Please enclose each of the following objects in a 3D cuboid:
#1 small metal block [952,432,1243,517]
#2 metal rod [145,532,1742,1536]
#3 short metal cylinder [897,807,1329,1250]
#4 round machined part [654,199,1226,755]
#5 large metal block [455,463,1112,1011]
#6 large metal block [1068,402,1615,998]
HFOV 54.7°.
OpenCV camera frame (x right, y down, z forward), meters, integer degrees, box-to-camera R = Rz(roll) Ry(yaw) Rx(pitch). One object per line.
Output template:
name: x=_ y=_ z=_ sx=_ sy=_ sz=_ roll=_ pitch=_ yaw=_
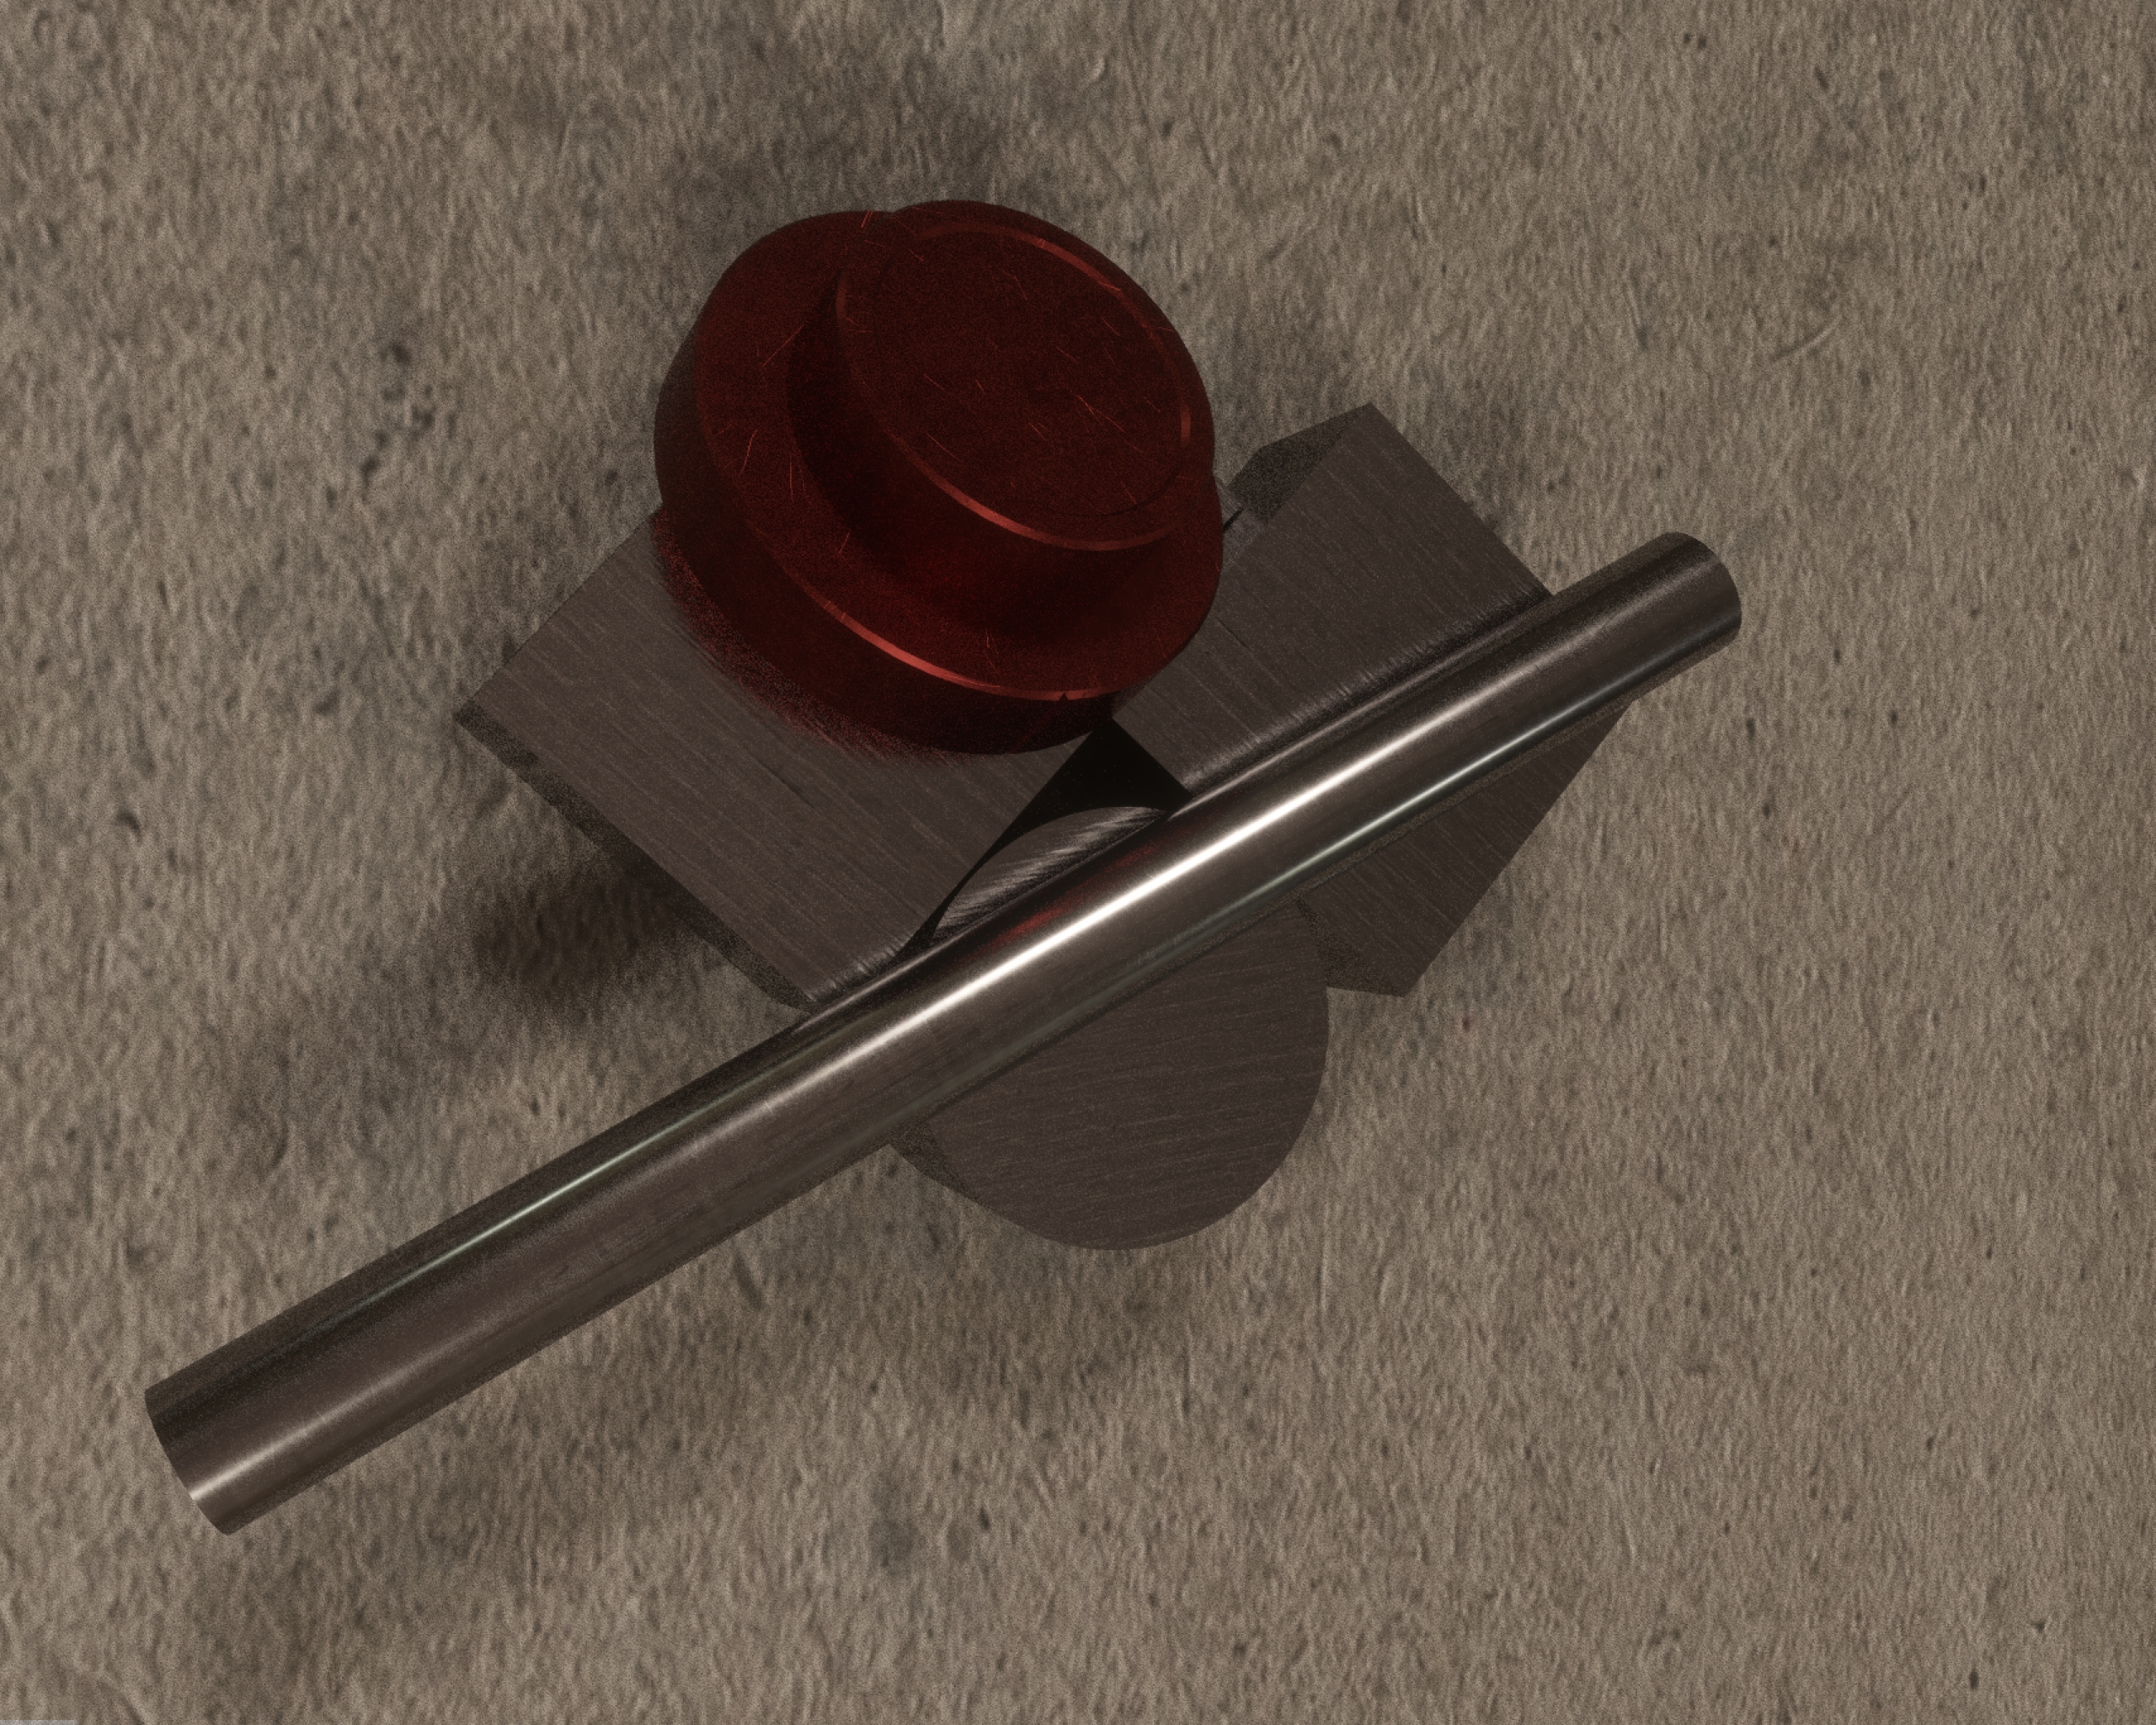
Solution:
small metal block: x=-0.005 y=-0.069 z=0.408 sx=0.050 sy=0.025 sz=0.050 roll=45 pitch=76 yaw=-15
metal rod: x=-0.007 y=0.018 z=0.355 sx=0.302 sy=0.025 sz=0.025 roll=-29 pitch=100 yaw=-18
short metal cylinder: x=0.000 y=0.030 z=0.397 sx=0.081 sy=0.050 sz=0.079 roll=0 pitch=90 yaw=-21
round machined part: x=-0.016 y=-0.070 z=0.349 sx=0.099 sy=0.042 sz=0.098 roll=15 pitch=57 yaw=-25
large metal block: x=-0.052 y=-0.029 z=0.377 sx=0.080 sy=0.050 sz=0.080 roll=44 pitch=76 yaw=-15
large metal block: x=0.050 y=-0.031 z=0.417 sx=0.080 sy=0.050 sz=0.080 roll=43 pitch=76 yaw=-15
